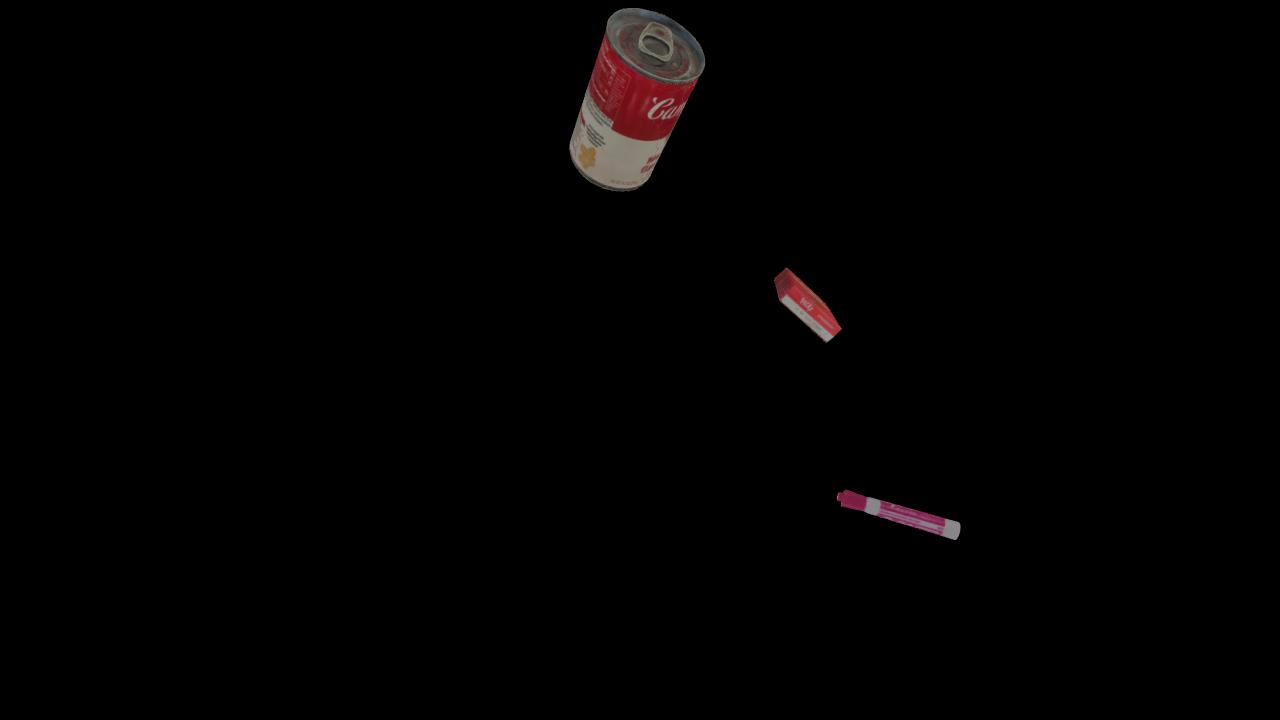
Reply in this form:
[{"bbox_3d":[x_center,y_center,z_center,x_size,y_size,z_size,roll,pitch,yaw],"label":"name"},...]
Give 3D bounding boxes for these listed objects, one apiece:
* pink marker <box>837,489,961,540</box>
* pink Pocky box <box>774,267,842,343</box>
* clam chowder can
[{"bbox_3d":[0.267,0.160,0.641,0.121,0.020,0.020,15,3,12],"label":"pink marker"},{"bbox_3d":[0.223,-0.078,0.832,0.084,0.029,0.155,42,19,-4],"label":"pink Pocky box"},{"bbox_3d":[-0.006,-0.177,0.430,0.068,0.068,0.102,0,-28,-23],"label":"clam chowder can"}]
